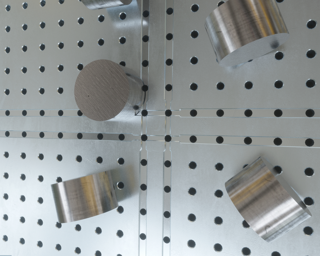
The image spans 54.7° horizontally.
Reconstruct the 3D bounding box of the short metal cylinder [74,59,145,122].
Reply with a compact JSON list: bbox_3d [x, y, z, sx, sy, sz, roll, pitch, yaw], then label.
[{"bbox_3d":[-0.068,-0.049,0.422,0.080,0.050,0.079,0,90,19],"label":"short metal cylinder"}]

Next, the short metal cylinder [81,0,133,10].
[{"bbox_3d":[-0.073,-0.201,0.408,0.050,0.080,0.079,-1,90,20],"label":"short metal cylinder"}]

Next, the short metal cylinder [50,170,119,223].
[{"bbox_3d":[-0.101,0.091,0.418,0.080,0.080,0.050,-15,85,19],"label":"short metal cylinder"}]

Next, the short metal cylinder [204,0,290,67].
[{"bbox_3d":[0.097,-0.109,0.349,0.080,0.080,0.050,-21,83,18],"label":"short metal cylinder"}]

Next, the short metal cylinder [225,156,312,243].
[{"bbox_3d":[0.118,0.077,0.342,0.050,0.080,0.080,-42,77,15],"label":"short metal cylinder"}]
